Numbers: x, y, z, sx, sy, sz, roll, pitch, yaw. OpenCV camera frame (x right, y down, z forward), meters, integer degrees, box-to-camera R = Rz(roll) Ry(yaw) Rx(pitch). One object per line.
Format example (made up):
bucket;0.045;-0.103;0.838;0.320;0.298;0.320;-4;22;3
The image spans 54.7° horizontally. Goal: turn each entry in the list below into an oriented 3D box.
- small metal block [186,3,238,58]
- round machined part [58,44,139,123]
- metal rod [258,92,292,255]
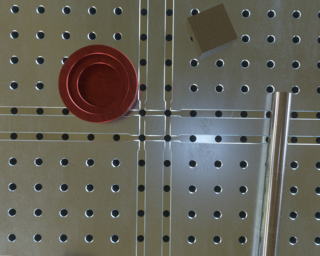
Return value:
small metal block;0.068;-0.130;0.414;0.050;0.025;0.050;-23;90;-1
round machined part;-0.077;-0.055;0.404;0.099;0.042;0.097;0;90;-1
metal rod;0.150;0.102;0.415;0.025;0.025;0.298;5;90;-1
